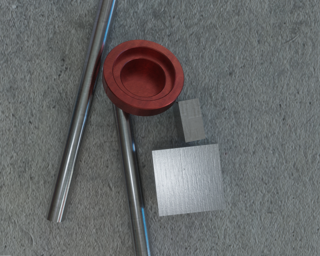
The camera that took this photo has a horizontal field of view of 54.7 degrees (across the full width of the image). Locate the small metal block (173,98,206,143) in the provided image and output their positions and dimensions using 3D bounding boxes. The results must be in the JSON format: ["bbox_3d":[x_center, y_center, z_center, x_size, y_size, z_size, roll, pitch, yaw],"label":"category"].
[{"bbox_3d":[0.035,-0.011,0.395,0.025,0.050,0.050,-11,95,-6],"label":"small metal block"}]

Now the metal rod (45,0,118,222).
[{"bbox_3d":[-0.103,-0.025,0.408,0.025,0.025,0.298,14,90,-1],"label":"metal rod"}]

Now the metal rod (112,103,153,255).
[{"bbox_3d":[-0.031,0.108,0.409,0.025,0.025,0.298,-8,90,0],"label":"metal rod"}]

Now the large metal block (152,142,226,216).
[{"bbox_3d":[0.035,0.062,0.398,0.081,0.050,0.079,-6,90,-1],"label":"large metal block"}]

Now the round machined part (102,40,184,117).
[{"bbox_3d":[-0.023,-0.058,0.389,0.099,0.042,0.098,5,66,-12],"label":"round machined part"}]
